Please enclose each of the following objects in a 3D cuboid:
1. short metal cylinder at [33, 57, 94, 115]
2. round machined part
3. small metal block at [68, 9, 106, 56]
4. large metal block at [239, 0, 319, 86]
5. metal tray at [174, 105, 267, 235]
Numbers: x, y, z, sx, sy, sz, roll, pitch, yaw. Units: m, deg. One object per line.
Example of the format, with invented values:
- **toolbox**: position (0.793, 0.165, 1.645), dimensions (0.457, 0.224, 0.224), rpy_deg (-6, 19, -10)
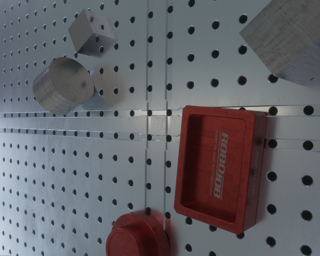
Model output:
- **short metal cylinder**: position (-0.155, -0.067, 0.502), dimensions (0.050, 0.081, 0.080), rpy_deg (-27, 73, 37)
- **round machined part**: position (-0.037, 0.168, 0.429), dimensions (0.098, 0.042, 0.097), rpy_deg (0, 90, 40)
- **small metal block**: position (-0.121, -0.157, 0.509), dimensions (0.050, 0.025, 0.050), rpy_deg (-36, 68, 34)
- **large metal block**: position (0.130, -0.085, 0.266), dimensions (0.080, 0.081, 0.050), rpy_deg (-44, 64, 31)
- **metal tray**: position (0.065, 0.042, 0.352), dimensions (0.090, 0.030, 0.129), rpy_deg (8, 95, 39)
